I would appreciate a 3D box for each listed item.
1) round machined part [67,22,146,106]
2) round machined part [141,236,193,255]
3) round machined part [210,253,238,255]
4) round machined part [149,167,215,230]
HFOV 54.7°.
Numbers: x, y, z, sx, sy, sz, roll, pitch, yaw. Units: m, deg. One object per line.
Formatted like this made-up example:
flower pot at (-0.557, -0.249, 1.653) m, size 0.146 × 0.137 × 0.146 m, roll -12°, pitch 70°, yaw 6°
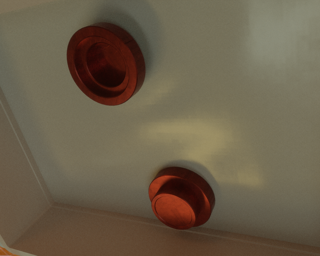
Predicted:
round machined part at (-0.061, -0.080, 0.380) m, size 0.098 × 0.042 × 0.097 m, roll 13°, pitch 124°, yaw 21°
round machined part at (0.009, 0.241, 0.545) m, size 0.098 × 0.042 × 0.097 m, roll 13°, pitch 124°, yaw 21°
round machined part at (0.113, 0.252, 0.496) m, size 0.098 × 0.042 × 0.097 m, roll 13°, pitch 124°, yaw 21°
round machined part at (0.027, 0.108, 0.451) m, size 0.098 × 0.042 × 0.097 m, roll 13°, pitch 124°, yaw 21°
